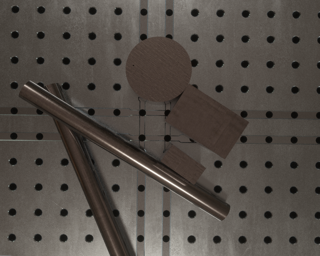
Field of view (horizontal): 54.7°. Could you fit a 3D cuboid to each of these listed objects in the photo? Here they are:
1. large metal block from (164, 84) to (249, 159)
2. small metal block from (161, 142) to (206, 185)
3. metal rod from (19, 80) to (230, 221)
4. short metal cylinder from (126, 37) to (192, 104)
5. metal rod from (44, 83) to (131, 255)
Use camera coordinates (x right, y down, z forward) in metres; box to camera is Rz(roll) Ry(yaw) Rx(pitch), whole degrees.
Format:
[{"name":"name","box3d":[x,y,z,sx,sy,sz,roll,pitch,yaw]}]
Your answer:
[{"name":"large metal block","box3d":[0.053,-0.008,0.387,0.080,0.080,0.050,33,90,-1]},{"name":"small metal block","box3d":[0.028,0.045,0.401,0.050,0.050,0.025,35,90,-1]},{"name":"metal rod","box3d":[-0.040,0.033,0.398,0.301,0.025,0.025,33,90,-7]},{"name":"short metal cylinder","box3d":[-0.002,-0.071,0.401,0.081,0.050,0.079,0,90,-1]},{"name":"metal rod","box3d":[-0.089,0.083,0.412,0.025,0.025,0.299,-23,90,0]}]
